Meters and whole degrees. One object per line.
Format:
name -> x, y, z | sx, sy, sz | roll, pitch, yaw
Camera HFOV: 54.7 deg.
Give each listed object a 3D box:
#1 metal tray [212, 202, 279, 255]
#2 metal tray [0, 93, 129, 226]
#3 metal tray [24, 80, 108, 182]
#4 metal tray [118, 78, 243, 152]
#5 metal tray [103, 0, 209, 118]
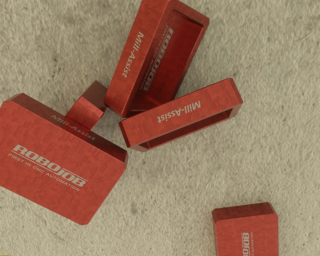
metal tray -> 0.132, 0.182, 0.476 | 0.091, 0.030, 0.129 | -8, 110, 2
metal tray -> -0.111, 0.035, 0.321 | 0.130, 0.030, 0.090 | 31, 107, -12
metal tray -> -0.112, 0.008, 0.376 | 0.030, 0.090, 0.130 | 38, 105, -13
metal tray -> 0.026, -0.010, 0.366 | 0.131, 0.090, 0.030 | -22, 80, 4
metal tray -> -0.002, -0.075, 0.347 | 0.030, 0.091, 0.129 | 35, 111, 27
